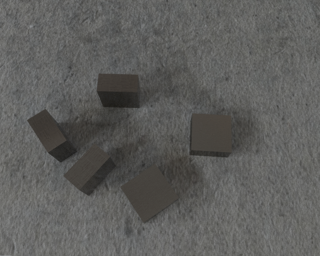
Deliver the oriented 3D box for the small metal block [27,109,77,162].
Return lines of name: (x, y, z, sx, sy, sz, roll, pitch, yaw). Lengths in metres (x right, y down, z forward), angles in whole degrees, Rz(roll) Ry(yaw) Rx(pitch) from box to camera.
small metal block: (-0.134, 0.011, 0.389, 0.025, 0.050, 0.050, -35, 74, -12)

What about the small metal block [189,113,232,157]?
small metal block: (0.066, 0.010, 0.405, 0.050, 0.025, 0.050, 3, 70, 1)

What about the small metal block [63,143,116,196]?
small metal block: (-0.083, 0.052, 0.375, 0.025, 0.050, 0.050, 38, 74, 12)

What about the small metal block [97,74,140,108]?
small metal block: (-0.053, -0.048, 0.412, 0.050, 0.050, 0.025, 2, 70, 0)

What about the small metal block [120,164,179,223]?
small metal block: (-0.012, 0.080, 0.379, 0.050, 0.025, 0.050, -33, 74, -12)
